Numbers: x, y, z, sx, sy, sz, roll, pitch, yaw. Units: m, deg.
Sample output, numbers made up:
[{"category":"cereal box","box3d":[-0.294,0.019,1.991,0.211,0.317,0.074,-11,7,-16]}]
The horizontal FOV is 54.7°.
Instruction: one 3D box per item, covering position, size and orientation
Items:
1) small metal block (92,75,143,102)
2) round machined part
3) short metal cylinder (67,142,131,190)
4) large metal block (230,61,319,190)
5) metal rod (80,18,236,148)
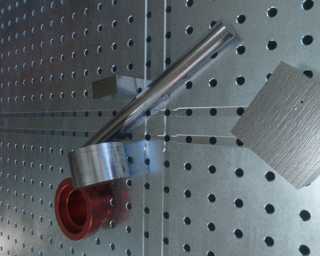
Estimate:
[{"category":"small metal block","box3d":[-0.060,-0.055,0.440,0.050,0.050,0.025,-8,85,39]},{"category":"round machined part","box3d":[-0.124,0.126,0.498,0.098,0.042,0.097,0,90,39]},{"category":"short metal cylinder","box3d":[-0.087,0.055,0.443,0.080,0.081,0.050,-22,76,37]},{"category":"large metal block","box3d":[0.128,-0.003,0.287,0.080,0.050,0.080,45,117,30]},{"category":"metal rod","box3d":[-0.023,-0.036,0.426,0.299,0.025,0.025,-38,67,33]}]
